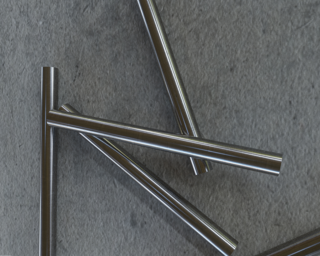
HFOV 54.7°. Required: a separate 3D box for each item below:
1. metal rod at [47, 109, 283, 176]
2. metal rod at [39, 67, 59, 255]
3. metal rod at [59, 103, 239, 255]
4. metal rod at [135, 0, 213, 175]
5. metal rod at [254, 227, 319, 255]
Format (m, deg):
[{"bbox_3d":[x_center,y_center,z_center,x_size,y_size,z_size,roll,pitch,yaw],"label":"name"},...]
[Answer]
[{"bbox_3d":[-0.010,0.013,0.383,0.301,0.025,0.025,11,94,19],"label":"metal rod"},{"bbox_3d":[-0.168,0.059,0.466,0.025,0.025,0.298,1,90,19],"label":"metal rod"},{"bbox_3d":[-0.027,0.062,0.417,0.300,0.025,0.025,37,102,15],"label":"metal rod"},{"bbox_3d":[0.008,-0.086,0.405,0.025,0.025,0.299,-20,83,18],"label":"metal rod"},{"bbox_3d":[0.079,0.188,0.380,0.300,0.025,0.025,-32,80,16],"label":"metal rod"}]
